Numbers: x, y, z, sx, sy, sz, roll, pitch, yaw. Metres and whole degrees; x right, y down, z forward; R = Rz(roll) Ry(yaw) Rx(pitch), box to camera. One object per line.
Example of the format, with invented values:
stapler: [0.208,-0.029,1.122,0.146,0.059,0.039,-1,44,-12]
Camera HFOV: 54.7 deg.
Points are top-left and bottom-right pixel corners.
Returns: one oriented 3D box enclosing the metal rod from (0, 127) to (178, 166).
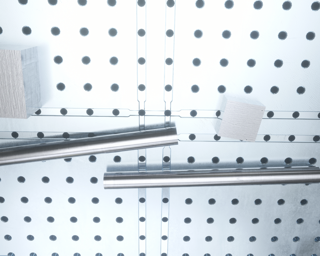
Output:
metal rod: [-0.127,0.029,0.422,0.302,0.025,0.025,-7,110,2]

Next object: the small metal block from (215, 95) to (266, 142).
small metal block: [0.105,-0.013,0.410,0.050,0.025,0.050,10,110,-4]

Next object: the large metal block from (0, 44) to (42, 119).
large metal block: [-0.196,-0.059,0.376,0.081,0.050,0.079,3,110,-2]

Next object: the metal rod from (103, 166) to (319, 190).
metal rod: [0.073,0.071,0.440,0.302,0.025,0.025,-2,110,0]
